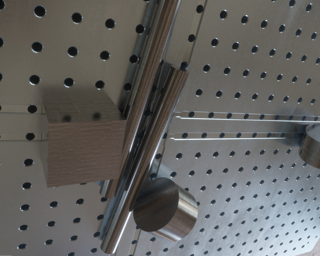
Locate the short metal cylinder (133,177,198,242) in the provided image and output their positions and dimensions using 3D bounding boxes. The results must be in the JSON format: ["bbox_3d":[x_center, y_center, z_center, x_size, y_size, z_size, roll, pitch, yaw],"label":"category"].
[{"bbox_3d":[0.008,0.119,0.454,0.080,0.080,0.050,-46,129,3],"label":"short metal cylinder"}]

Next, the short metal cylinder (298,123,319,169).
[{"bbox_3d":[0.299,0.033,0.559,0.081,0.080,0.050,-11,123,-23],"label":"short metal cylinder"}]

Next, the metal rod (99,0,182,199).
[{"bbox_3d":[-0.024,-0.040,0.372,0.025,0.025,0.298,6,116,-31],"label":"metal rod"}]

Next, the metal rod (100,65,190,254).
[{"bbox_3d":[-0.028,0.057,0.431,0.025,0.025,0.298,9,114,-32],"label":"metal rod"}]

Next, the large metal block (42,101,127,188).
[{"bbox_3d":[-0.090,0.016,0.356,0.081,0.050,0.079,-3,120,-27],"label":"large metal block"}]
